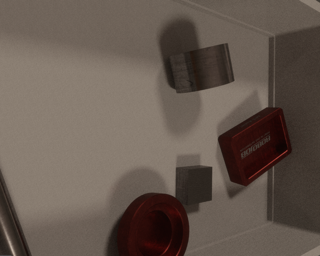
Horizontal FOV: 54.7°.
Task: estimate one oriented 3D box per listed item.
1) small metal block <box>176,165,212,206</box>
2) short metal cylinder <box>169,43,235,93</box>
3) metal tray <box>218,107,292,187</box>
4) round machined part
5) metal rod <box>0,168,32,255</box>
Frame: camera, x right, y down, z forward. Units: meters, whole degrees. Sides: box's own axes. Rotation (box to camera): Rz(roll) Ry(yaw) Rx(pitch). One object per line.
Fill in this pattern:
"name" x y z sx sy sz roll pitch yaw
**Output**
"small metal block" 0.050 0.082 0.451 0.050 0.025 0.050 1 90 -40
"short metal cylinder" 0.056 -0.081 0.420 0.081 0.080 0.050 -22 104 -38
"metal tray" 0.167 0.029 0.532 0.131 0.030 0.090 -28 108 -27
"round machined part" -0.012 0.130 0.384 0.099 0.042 0.097 6 81 -41
"metal rod" -0.161 0.021 0.272 0.025 0.025 0.298 -23 105 -38
